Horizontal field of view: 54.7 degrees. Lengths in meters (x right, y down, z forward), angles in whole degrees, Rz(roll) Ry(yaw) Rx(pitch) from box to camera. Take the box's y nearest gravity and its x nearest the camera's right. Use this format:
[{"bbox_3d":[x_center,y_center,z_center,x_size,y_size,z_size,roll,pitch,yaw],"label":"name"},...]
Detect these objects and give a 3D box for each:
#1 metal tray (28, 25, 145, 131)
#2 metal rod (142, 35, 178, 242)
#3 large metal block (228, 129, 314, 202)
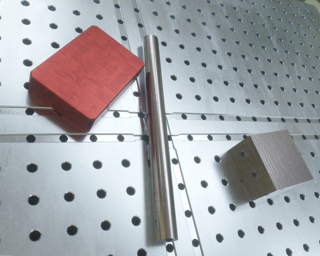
[{"bbox_3d":[-0.089,-0.069,0.400,0.090,0.030,0.130,37,51,-4],"label":"metal tray"},{"bbox_3d":[-0.004,-0.007,0.411,0.025,0.025,0.299,9,58,-24],"label":"metal rod"},{"bbox_3d":[0.159,0.052,0.449,0.081,0.050,0.080,-6,65,-31],"label":"large metal block"}]
